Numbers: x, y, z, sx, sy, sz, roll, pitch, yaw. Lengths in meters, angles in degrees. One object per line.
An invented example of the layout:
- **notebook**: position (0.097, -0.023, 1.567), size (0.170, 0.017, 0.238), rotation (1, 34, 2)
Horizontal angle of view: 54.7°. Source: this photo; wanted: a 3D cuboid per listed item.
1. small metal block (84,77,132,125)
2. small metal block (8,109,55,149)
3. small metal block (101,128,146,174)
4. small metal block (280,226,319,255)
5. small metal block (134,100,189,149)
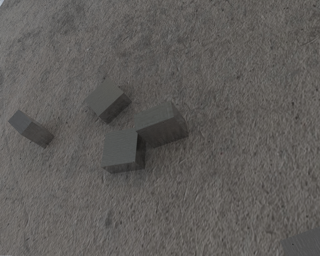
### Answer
- **small metal block**: position (-0.079, -0.042, 0.471), size (0.050, 0.025, 0.050), rotation (-44, 51, -2)
- **small metal block**: position (-0.205, 0.002, 0.495), size (0.050, 0.050, 0.025), rotation (31, 79, 38)
- **small metal block**: position (-0.047, 0.030, 0.410), size (0.050, 0.025, 0.050), rotation (-11, 57, 22)
- **small metal block**: position (0.138, 0.114, 0.262), size (0.050, 0.025, 0.050), rotation (-26, 53, 12)
- **small metal block**: position (0.002, -0.003, 0.388), size (0.050, 0.050, 0.025), rotation (-20, 54, 16)
